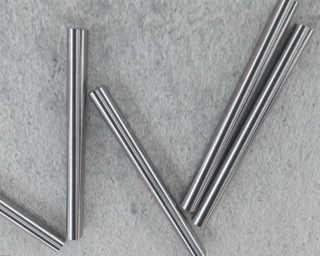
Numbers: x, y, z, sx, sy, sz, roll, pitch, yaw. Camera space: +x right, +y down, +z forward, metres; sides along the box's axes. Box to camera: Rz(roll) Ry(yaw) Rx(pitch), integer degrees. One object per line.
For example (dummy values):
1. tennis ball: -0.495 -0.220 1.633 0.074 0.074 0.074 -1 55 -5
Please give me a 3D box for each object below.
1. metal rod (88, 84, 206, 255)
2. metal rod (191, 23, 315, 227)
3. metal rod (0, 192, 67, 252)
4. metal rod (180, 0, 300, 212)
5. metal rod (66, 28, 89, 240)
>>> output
1. metal rod: -0.010 0.074 0.437 0.025 0.025 0.299 -27 108 9
2. metal rod: 0.115 0.010 0.415 0.025 0.025 0.298 21 109 -8
3. metal rod: -0.260 0.083 0.436 0.300 0.025 0.025 41 105 -14
4. metal rod: 0.095 -0.017 0.405 0.025 0.025 0.298 20 109 -8
5. metal rod: -0.113 0.022 0.416 0.025 0.025 0.298 6 110 -3
